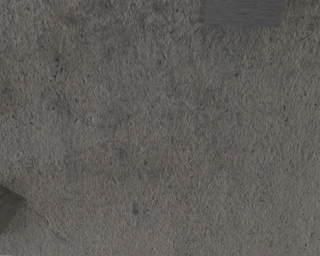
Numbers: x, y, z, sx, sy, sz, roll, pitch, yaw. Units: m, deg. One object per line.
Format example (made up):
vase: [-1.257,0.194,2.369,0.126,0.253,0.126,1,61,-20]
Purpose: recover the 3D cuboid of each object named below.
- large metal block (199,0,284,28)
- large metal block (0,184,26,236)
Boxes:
large metal block: [0.089,-0.155,0.340,0.081,0.050,0.079,3,110,-1]
large metal block: [-0.243,0.135,0.428,0.050,0.080,0.080,36,106,-12]
